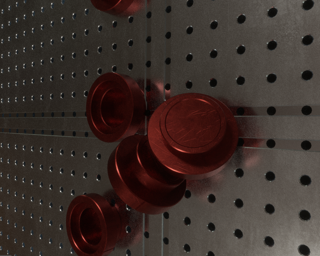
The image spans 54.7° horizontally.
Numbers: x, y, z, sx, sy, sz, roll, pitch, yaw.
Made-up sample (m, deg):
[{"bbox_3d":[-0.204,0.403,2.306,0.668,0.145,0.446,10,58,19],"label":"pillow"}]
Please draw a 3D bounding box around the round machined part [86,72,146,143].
[{"bbox_3d":[-0.059,-0.029,0.445,0.098,0.042,0.097,0,90,39],"label":"round machined part"}]

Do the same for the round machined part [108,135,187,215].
[{"bbox_3d":[-0.008,0.047,0.364,0.042,0.099,0.098,-47,62,37],"label":"round machined part"}]

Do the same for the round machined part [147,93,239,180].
[{"bbox_3d":[0.035,0.003,0.333,0.099,0.042,0.098,-1,64,3],"label":"round machined part"}]

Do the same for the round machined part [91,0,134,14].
[{"bbox_3d":[-0.077,-0.224,0.459,0.098,0.042,0.097,0,90,39],"label":"round machined part"}]

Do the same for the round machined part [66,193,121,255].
[{"bbox_3d":[-0.098,0.149,0.477,0.098,0.042,0.097,0,90,39],"label":"round machined part"}]
